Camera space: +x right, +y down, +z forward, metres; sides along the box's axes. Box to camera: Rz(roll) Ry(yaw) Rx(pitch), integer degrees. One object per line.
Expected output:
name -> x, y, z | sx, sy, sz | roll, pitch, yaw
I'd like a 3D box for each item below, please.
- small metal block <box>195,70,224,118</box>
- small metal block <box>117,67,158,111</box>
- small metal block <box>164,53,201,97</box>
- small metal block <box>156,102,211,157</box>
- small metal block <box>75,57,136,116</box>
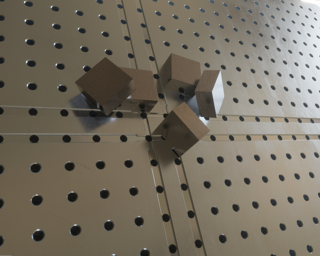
small metal block -> 0.075, -0.051, 0.460 | 0.025, 0.050, 0.050 | 5, 47, 25
small metal block -> -0.034, -0.053, 0.422 | 0.050, 0.025, 0.050 | 2, 61, -27
small metal block -> 0.035, -0.081, 0.476 | 0.050, 0.025, 0.050 | 14, 56, -21
small metal block -> 0.029, 0.002, 0.406 | 0.050, 0.050, 0.025 | 49, 51, 6
small metal block -> -0.067, -0.052, 0.384 | 0.050, 0.025, 0.050 | 40, 73, 20
